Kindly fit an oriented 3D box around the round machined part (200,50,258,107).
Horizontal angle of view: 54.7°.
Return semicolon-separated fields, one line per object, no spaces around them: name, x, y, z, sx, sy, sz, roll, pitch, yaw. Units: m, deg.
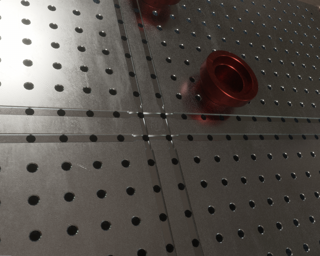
round machined part;0.106;-0.075;0.503;0.099;0.042;0.098;14;56;-21

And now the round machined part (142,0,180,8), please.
round machined part;-0.005;-0.254;0.552;0.099;0.042;0.098;14;56;-21
